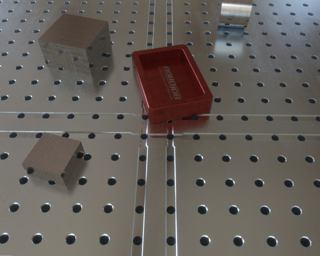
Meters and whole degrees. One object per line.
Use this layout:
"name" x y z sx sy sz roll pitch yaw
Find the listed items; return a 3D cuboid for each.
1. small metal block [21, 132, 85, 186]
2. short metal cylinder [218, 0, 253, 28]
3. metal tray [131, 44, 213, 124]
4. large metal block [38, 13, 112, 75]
"small metal block" -0.128 0.037 0.376 0.050 0.025 0.050 13 51 11
"short metal cylinder" 0.136 -0.224 0.561 0.050 0.080 0.080 6 50 5
"metal tray" 0.014 -0.070 0.463 0.091 0.030 0.130 -11 51 -9
"large metal block" -0.135 -0.138 0.506 0.080 0.050 0.080 14 51 11
